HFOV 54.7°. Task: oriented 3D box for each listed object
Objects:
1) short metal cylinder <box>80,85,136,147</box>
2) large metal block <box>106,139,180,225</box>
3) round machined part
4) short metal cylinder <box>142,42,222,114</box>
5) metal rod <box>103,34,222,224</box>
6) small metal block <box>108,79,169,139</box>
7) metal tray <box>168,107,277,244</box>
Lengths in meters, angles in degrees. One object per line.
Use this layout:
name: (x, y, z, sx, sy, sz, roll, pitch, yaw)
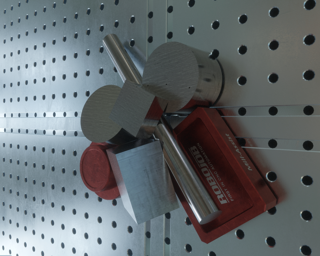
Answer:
short metal cylinder: (-0.061, -0.013, 0.424, 0.080, 0.050, 0.080, -10, 69, 28)
large metal block: (-0.024, 0.059, 0.374, 0.080, 0.050, 0.080, 179, 74, -73)
round machined part: (-0.082, 0.058, 0.460, 0.098, 0.042, 0.097, 0, 90, 40)
short metal cylinder: (0.026, -0.057, 0.367, 0.080, 0.050, 0.079, 0, 90, 40)
metal rod: (-0.012, -0.022, 0.382, 0.025, 0.025, 0.299, -50, 51, 28)
small metal block: (-0.025, -0.021, 0.356, 0.050, 0.025, 0.050, 33, 102, 35)
metal tray: (0.056, 0.052, 0.355, 0.090, 0.030, 0.130, -44, 64, 31)
